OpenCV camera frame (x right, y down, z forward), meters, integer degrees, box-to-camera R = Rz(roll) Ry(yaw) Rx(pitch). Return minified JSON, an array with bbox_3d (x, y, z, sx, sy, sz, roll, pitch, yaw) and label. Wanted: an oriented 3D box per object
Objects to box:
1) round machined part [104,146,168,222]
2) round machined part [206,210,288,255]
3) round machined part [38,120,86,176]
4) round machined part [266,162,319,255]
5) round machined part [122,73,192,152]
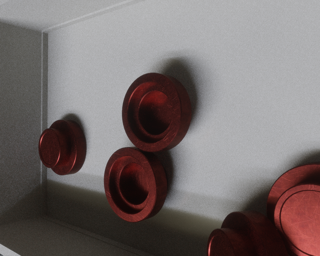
[{"bbox_3d":[-0.028,0.073,0.419,0.098,0.042,0.097,0,90,40],"label":"round machined part"},{"bbox_3d":[0.078,0.132,0.301,0.098,0.042,0.097,-179,89,-75],"label":"round machined part"},{"bbox_3d":[-0.176,0.034,0.541,0.098,0.042,0.097,0,90,40],"label":"round machined part"},{"bbox_3d":[0.143,0.081,0.277,0.098,0.042,0.097,0,90,40],"label":"round machined part"},{"bbox_3d":[0.000,-0.019,0.396,0.098,0.042,0.097,0,90,40],"label":"round machined part"}]
